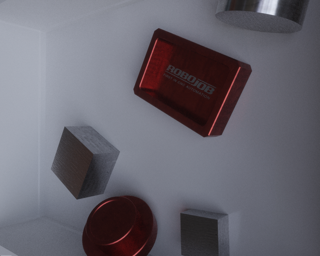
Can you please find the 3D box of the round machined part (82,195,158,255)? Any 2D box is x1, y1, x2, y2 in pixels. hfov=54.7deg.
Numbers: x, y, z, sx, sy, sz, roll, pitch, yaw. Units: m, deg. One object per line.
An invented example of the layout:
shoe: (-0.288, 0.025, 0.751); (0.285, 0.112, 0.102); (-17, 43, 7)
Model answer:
round machined part: (-0.056, 0.129, 0.403); (0.098, 0.098, 0.042); (20, 146, 38)

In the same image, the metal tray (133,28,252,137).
metal tray: (0.032, -0.057, 0.374); (0.130, 0.030, 0.089); (34, 111, 34)

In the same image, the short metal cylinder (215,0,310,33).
short metal cylinder: (0.097, -0.124, 0.290); (0.080, 0.081, 0.050); (19, 102, 38)

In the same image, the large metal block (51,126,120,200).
large metal block: (-0.119, 0.051, 0.486); (0.080, 0.050, 0.079); (36, 112, 34)

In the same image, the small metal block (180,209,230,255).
small metal block: (0.052, 0.125, 0.362); (0.050, 0.025, 0.050); (-2, 89, 39)
